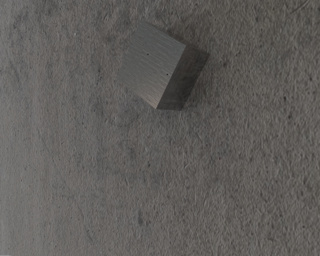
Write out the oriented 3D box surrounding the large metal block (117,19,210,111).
[{"bbox_3d":[0.002,-0.077,0.388,0.080,0.050,0.080,40,114,33],"label":"large metal block"}]
